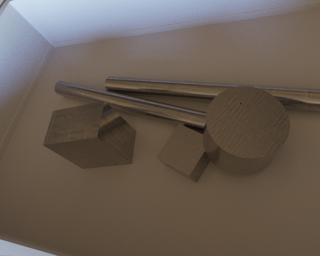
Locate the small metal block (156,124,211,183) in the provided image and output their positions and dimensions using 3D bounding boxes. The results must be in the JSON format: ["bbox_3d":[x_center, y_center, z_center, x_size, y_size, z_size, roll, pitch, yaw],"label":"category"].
[{"bbox_3d":[0.033,0.029,0.369,0.050,0.025,0.050,26,75,36],"label":"small metal block"}]

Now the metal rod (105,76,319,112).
[{"bbox_3d":[0.049,-0.049,0.408,0.300,0.025,0.025,9,66,31],"label":"metal rod"}]

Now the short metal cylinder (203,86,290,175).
[{"bbox_3d":[0.087,0.003,0.325,0.080,0.050,0.080,-1,63,3],"label":"short metal cylinder"}]

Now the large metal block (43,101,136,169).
[{"bbox_3d":[-0.088,0.013,0.407,0.080,0.080,0.050,-8,58,23],"label":"large metal block"}]

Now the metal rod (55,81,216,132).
[{"bbox_3d":[-0.051,-0.036,0.452,0.300,0.025,0.025,15,70,33],"label":"metal rod"}]
